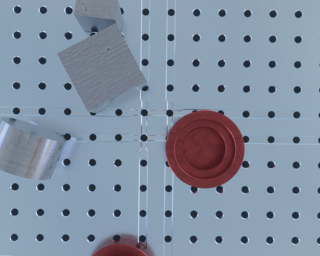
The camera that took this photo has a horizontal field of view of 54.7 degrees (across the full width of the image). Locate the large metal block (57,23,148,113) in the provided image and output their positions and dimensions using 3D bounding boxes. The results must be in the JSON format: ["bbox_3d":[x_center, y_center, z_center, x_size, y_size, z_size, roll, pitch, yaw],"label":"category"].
[{"bbox_3d":[-0.071,-0.074,0.400,0.080,0.050,0.080,-28,90,0],"label":"large metal block"}]

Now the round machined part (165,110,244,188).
[{"bbox_3d":[0.056,0.026,0.405,0.099,0.042,0.097,0,90,0],"label":"round machined part"}]

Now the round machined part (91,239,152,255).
[{"bbox_3d":[-0.053,0.201,0.404,0.099,0.042,0.097,0,90,0],"label":"round machined part"}]

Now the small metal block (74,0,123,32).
[{"bbox_3d":[-0.077,-0.144,0.399,0.050,0.050,0.025,7,86,0],"label":"small metal block"}]

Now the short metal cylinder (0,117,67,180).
[{"bbox_3d":[-0.165,0.025,0.384,0.080,0.080,0.050,23,90,0],"label":"short metal cylinder"}]
